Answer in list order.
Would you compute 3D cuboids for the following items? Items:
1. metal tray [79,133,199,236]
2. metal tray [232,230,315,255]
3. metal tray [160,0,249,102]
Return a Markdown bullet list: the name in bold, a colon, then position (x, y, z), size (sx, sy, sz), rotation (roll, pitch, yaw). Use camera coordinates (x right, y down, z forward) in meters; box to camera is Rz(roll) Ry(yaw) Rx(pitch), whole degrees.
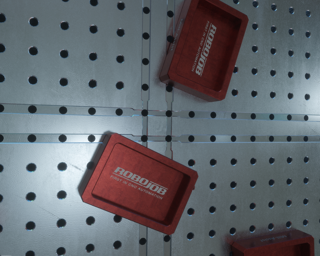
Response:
- **metal tray**: position (-0.025, 0.072, 0.400), size (0.131, 0.030, 0.090), rotation (27, 81, -18)
- **metal tray**: position (0.175, 0.213, 0.474), size (0.131, 0.030, 0.090), rotation (-2, 91, -20)
- **metal tray**: position (0.063, -0.111, 0.432), size (0.091, 0.030, 0.130), rotation (20, 83, -19)
